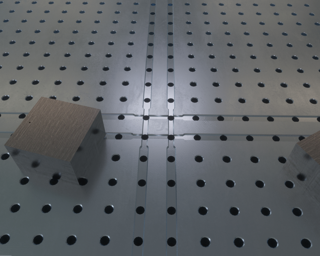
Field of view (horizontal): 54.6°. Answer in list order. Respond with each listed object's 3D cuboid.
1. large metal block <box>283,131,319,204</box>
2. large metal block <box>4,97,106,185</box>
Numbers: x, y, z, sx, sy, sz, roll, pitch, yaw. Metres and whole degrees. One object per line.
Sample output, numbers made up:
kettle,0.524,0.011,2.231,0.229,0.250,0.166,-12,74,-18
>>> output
large metal block,0.207,0.044,0.355,0.081,0.050,0.080,-24,54,-19
large metal block,-0.123,0.014,0.379,0.080,0.050,0.080,13,51,10
